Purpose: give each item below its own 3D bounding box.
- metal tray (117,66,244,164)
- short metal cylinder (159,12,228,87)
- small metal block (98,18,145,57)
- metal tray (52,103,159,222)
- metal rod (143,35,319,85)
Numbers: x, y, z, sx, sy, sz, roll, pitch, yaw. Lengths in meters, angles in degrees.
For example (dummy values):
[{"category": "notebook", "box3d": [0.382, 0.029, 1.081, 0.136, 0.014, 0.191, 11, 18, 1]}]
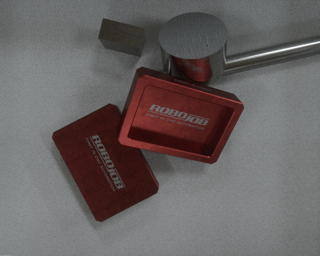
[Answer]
[{"category": "metal tray", "box3d": [0.023, -0.012, 0.374, 0.131, 0.030, 0.089, 14, 116, -17]}, {"category": "short metal cylinder", "box3d": [0.041, -0.096, 0.382, 0.080, 0.050, 0.080, -3, 57, 6]}, {"category": "small metal block", "box3d": [-0.047, -0.115, 0.398, 0.050, 0.050, 0.025, 14, 90, -1]}, {"category": "metal tray", "box3d": [-0.069, 0.044, 0.408, 0.090, 0.030, 0.130, -28, 90, -1]}, {"category": "metal rod", "box3d": [0.122, -0.090, 0.412, 0.302, 0.025, 0.025, -13, 90, -1]}]
